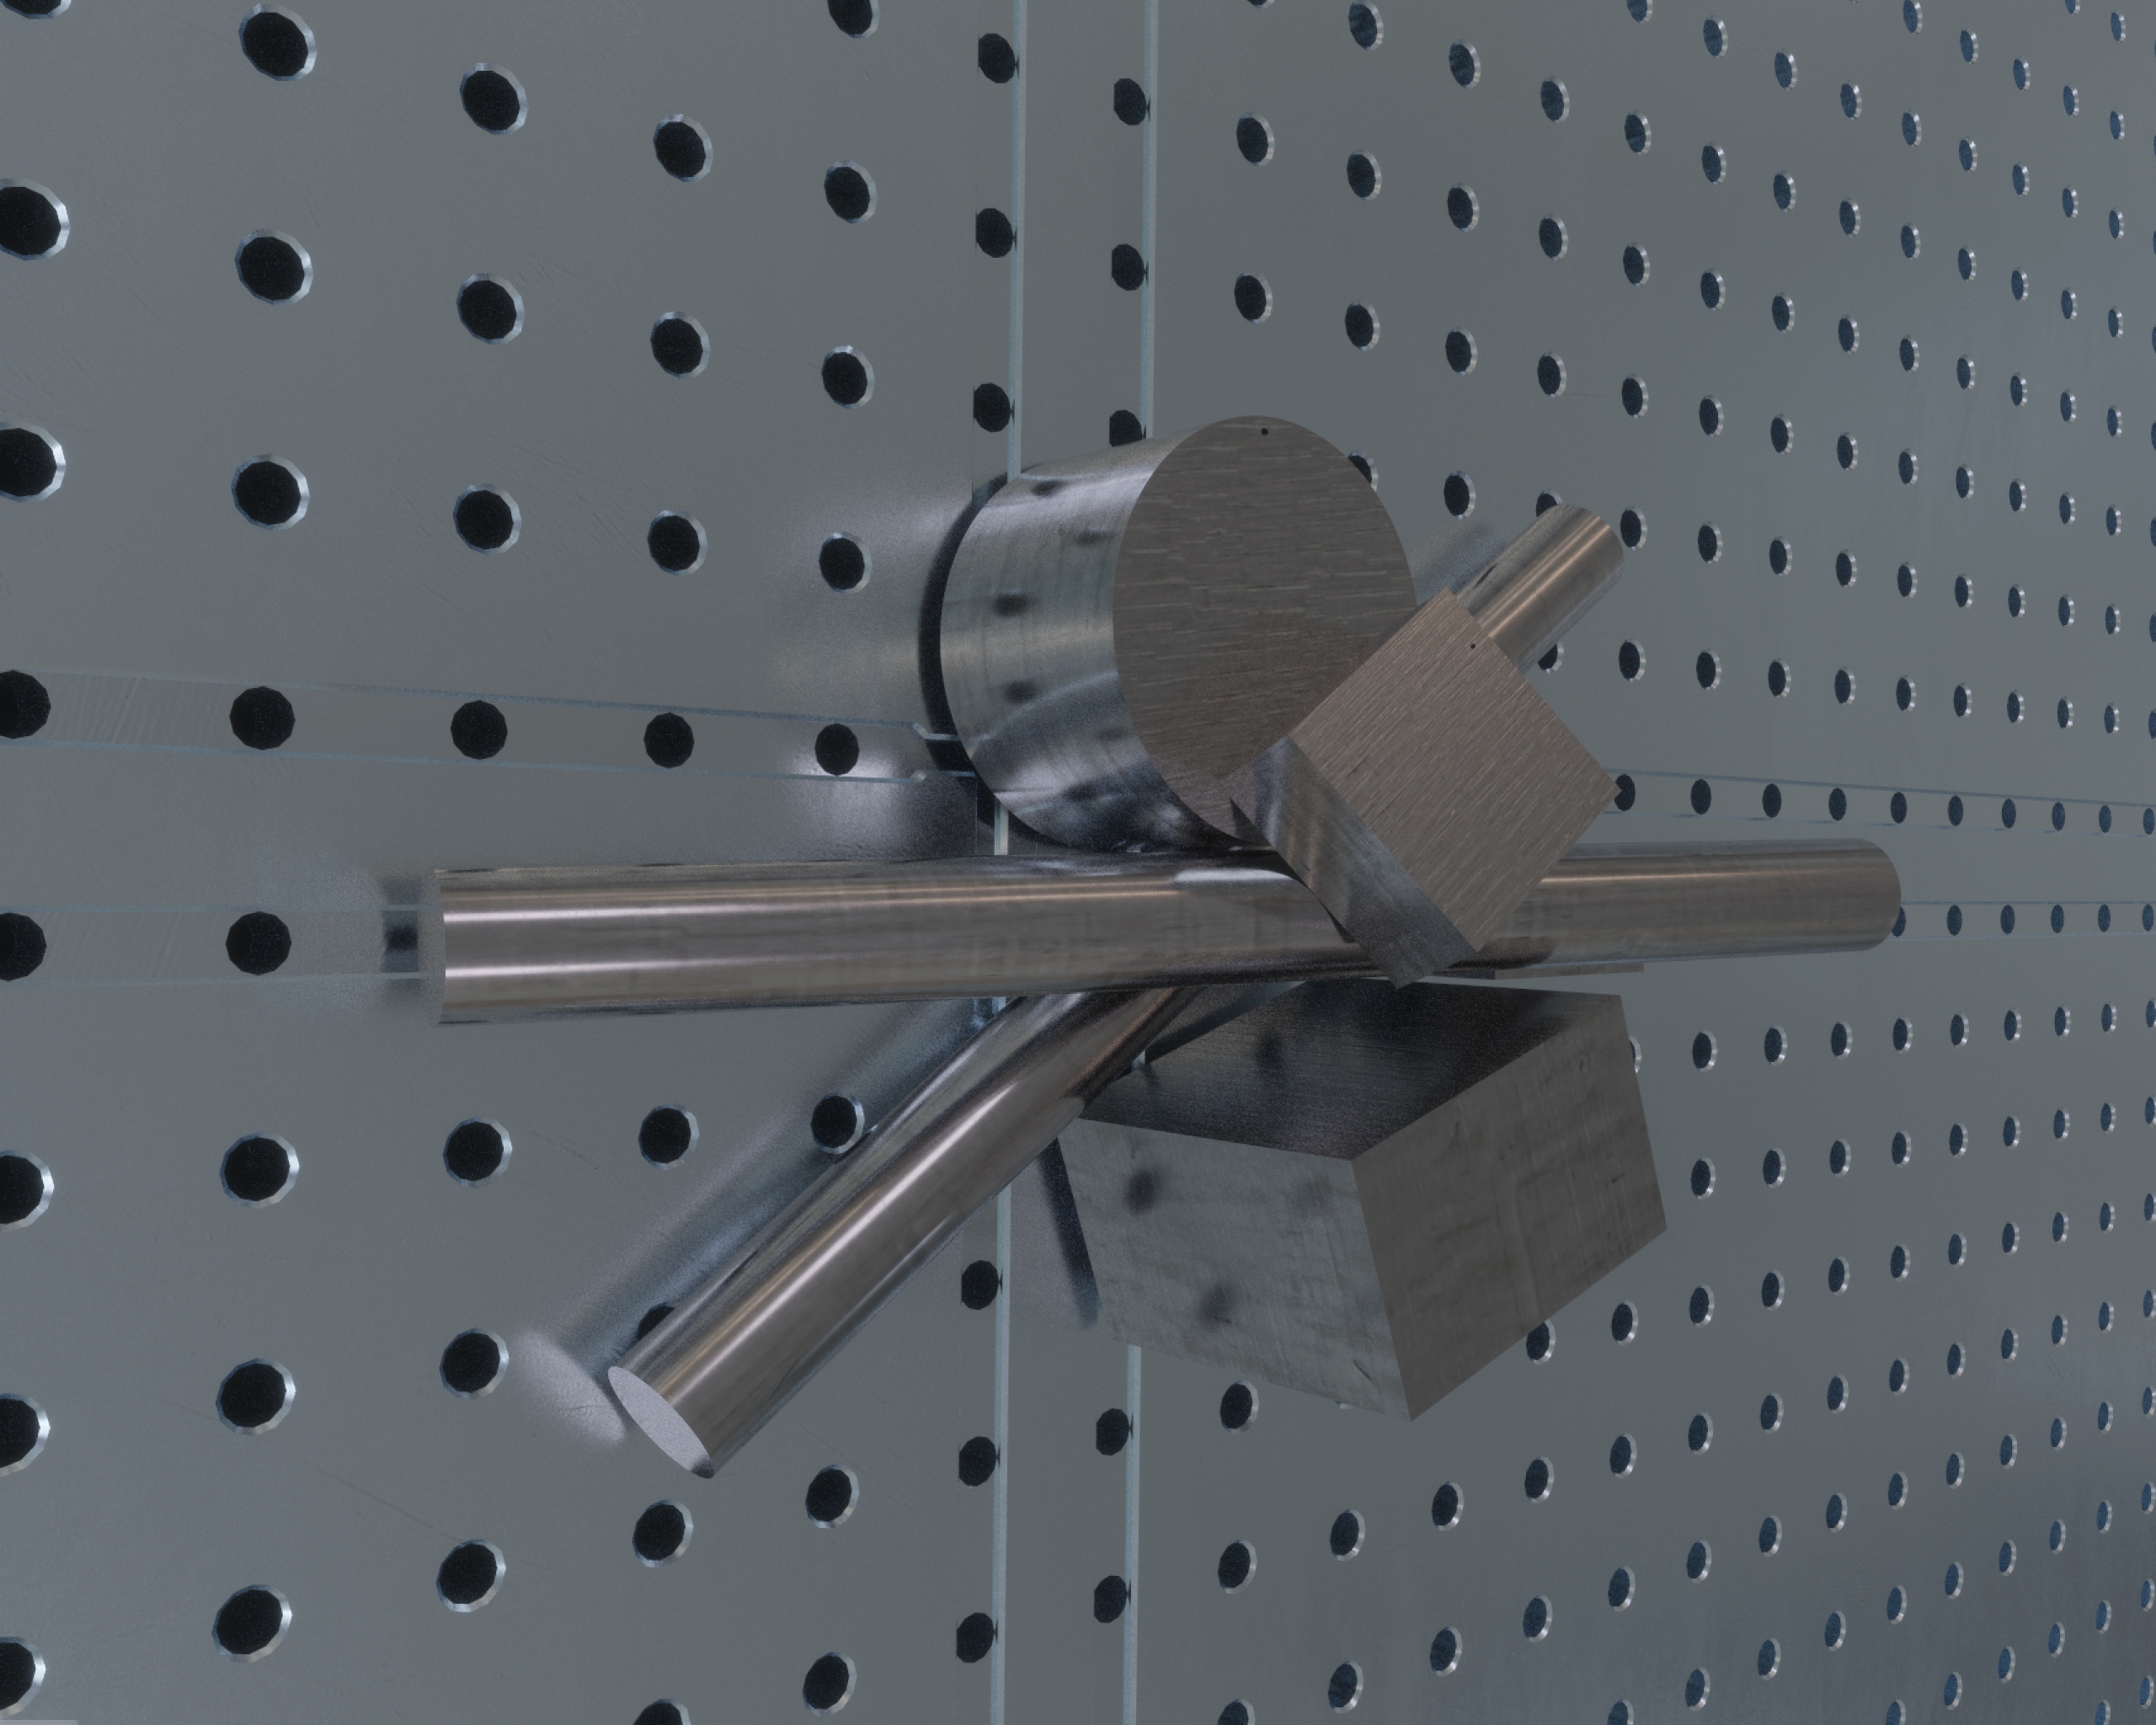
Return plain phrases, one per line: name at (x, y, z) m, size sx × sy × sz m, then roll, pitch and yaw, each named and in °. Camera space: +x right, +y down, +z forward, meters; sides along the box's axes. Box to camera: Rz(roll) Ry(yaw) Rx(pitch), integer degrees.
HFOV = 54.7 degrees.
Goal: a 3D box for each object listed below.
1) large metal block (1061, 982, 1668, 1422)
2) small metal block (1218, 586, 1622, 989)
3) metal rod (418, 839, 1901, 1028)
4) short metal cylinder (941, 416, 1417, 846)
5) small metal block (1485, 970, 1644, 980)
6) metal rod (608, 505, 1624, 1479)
large metal block at (0.056, 0.062, 0.415) m, size 0.081 × 0.080 × 0.050 m, roll -23°, pitch 105°, yaw -38°
small metal block at (0.063, -0.014, 0.382) m, size 0.050 × 0.025 × 0.050 m, roll 49°, pitch 59°, yaw -3°
metal rod at (0.036, 0.010, 0.389) m, size 0.303 × 0.025 × 0.025 m, roll -1°, pitch 91°, yaw -27°
short metal cylinder at (0.021, -0.043, 0.406) m, size 0.081 × 0.050 × 0.080 m, roll 1°, pitch 89°, yaw -40°
small metal block at (0.090, 0.012, 0.464) m, size 0.050 × 0.050 × 0.025 m, roll 0°, pitch 90°, yaw -39°
metal rod at (0.026, 0.009, 0.428) m, size 0.302 × 0.025 × 0.025 m, roll -42°, pitch 116°, yaw -32°
